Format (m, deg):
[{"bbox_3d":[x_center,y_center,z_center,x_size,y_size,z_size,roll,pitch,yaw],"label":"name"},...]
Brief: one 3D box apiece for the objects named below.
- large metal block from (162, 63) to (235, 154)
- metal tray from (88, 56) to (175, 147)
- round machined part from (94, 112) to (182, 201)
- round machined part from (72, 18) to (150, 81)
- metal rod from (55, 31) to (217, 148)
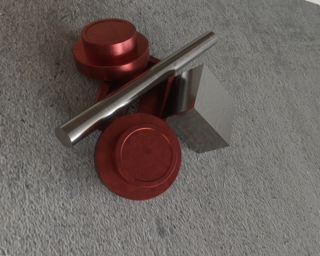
[{"bbox_3d":[0.055,-0.024,0.415,0.080,0.050,0.080,43,46,-31],"label":"large metal block"},{"bbox_3d":[-0.033,-0.046,0.412,0.091,0.030,0.130,22,53,-15],"label":"metal tray"},{"bbox_3d":[-0.020,0.031,0.343,0.099,0.042,0.097,3,81,-21],"label":"round machined part"},{"bbox_3d":[-0.064,-0.107,0.400,0.099,0.042,0.098,-1,45,1],"label":"round machined part"},{"bbox_3d":[-0.008,-0.067,0.404,0.025,0.025,0.302,46,51,4],"label":"metal rod"}]
